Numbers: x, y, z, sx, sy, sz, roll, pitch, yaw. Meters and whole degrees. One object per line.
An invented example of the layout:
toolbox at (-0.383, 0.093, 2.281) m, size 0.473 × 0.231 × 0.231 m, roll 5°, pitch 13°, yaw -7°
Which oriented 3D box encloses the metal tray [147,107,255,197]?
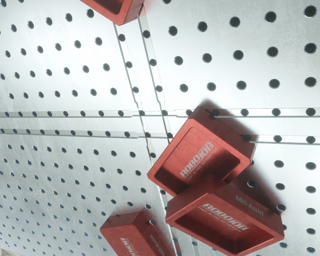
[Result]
metal tray at (0.049, 0.047, 0.409) m, size 0.090 × 0.030 × 0.129 m, roll 36°, pitch 129°, yaw 3°

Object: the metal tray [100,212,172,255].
metal tray at (-0.039, 0.216, 0.560) m, size 0.090 × 0.030 × 0.130 m, roll -21°, pitch 108°, yaw 35°

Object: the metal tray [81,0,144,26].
metal tray at (-0.047, -0.185, 0.316) m, size 0.090 × 0.030 × 0.129 m, roll 35°, pitch 129°, yaw 5°

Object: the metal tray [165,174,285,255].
metal tray at (0.084, 0.121, 0.408) m, size 0.130 × 0.030 × 0.090 m, roll 33°, pitch 128°, yaw -18°
